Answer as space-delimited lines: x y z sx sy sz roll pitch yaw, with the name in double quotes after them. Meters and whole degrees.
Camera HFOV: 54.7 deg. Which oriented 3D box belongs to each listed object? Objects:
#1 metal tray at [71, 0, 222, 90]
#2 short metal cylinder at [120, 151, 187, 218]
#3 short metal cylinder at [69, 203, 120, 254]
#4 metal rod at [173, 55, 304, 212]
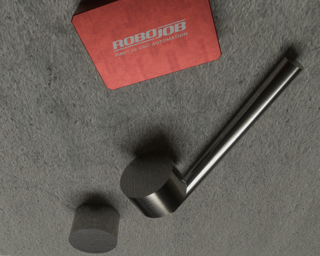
-0.011 -0.099 0.320 0.130 0.030 0.090 -14 129 11 "metal tray"
-0.009 0.079 0.438 0.080 0.080 0.050 -20 128 16 "short metal cylinder"
-0.112 0.175 0.538 0.081 0.050 0.079 0 130 0 "short metal cylinder"
0.084 0.028 0.431 0.025 0.025 0.298 21 127 -17 "metal rod"
